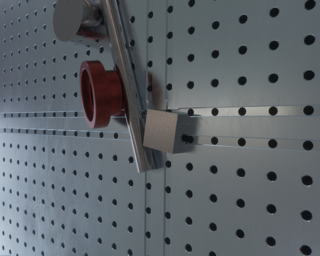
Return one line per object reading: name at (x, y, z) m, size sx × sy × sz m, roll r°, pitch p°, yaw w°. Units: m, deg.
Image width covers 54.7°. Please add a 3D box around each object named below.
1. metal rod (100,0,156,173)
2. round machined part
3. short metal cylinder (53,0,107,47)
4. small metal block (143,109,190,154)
metal rod at (-0.052, -0.083, 0.452) m, size 0.025 × 0.025 × 0.299 m, roll -22°, pitch 76°, yaw 38°
round machined part at (-0.085, -0.050, 0.452) m, size 0.098 × 0.042 × 0.097 m, roll 172°, pitch 90°, yaw -66°
short metal cylinder at (-0.128, -0.174, 0.498) m, size 0.080 × 0.050 × 0.079 m, roll 0°, pitch 90°, yaw 40°
small metal block at (0.008, 0.003, 0.403) m, size 0.050 × 0.025 × 0.050 m, roll 12°, pitch 98°, yaw 39°
